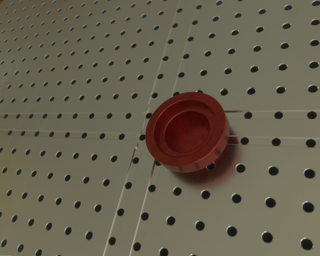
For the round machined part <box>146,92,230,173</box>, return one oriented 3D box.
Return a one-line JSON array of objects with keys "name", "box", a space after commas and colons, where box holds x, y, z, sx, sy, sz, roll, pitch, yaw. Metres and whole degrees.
[{"name": "round machined part", "box": [0.036, 0.008, 0.373, 0.098, 0.042, 0.098, -13, 56, 20]}]
